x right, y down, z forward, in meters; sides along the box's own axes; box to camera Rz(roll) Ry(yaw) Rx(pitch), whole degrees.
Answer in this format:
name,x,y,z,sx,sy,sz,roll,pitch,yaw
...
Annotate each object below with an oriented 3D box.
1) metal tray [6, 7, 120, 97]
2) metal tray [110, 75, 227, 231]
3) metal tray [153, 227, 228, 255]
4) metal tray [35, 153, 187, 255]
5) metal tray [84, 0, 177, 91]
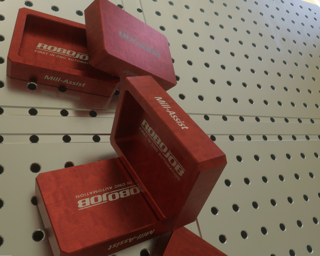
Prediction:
name,x,y,z,sx,sy,sz,roll,pitch,yaw
metal tray,-0.118,-0.096,0.399,0.131,0.030,0.090,10,58,-23
metal tray,-0.002,0.020,0.301,0.030,0.089,0.130,-11,46,-34
metal tray,0.022,0.177,0.309,0.090,0.030,0.130,35,51,-5
metal tray,-0.048,0.074,0.313,0.131,0.030,0.090,-9,45,-32
metal tray,-0.036,-0.106,0.417,0.131,0.030,0.090,16,55,-46
